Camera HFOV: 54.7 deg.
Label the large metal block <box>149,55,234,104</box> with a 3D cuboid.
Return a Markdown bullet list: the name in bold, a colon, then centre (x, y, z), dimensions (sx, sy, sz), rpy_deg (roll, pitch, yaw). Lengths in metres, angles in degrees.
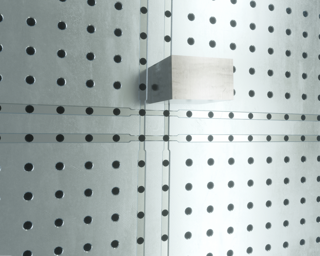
- **large metal block**: centre (0.037, -0.058, 0.398), dimensions (0.081, 0.080, 0.050), rpy_deg (-1, 91, -20)
